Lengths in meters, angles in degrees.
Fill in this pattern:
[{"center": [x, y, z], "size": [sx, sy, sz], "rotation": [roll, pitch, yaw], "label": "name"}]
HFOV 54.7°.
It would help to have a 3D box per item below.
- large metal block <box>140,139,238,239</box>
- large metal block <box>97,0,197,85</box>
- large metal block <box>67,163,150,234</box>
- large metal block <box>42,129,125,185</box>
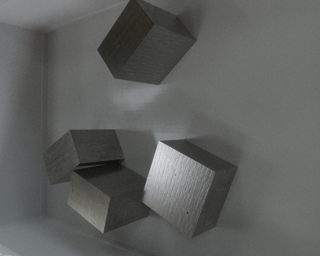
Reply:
[{"center": [0.032, 0.066, 0.364], "size": [0.080, 0.050, 0.079], "rotation": [27, 107, 36], "label": "large metal block"}, {"center": [-0.016, -0.103, 0.384], "size": [0.080, 0.081, 0.050], "rotation": [-46, 62, 30], "label": "large metal block"}, {"center": [-0.067, 0.091, 0.425], "size": [0.080, 0.081, 0.050], "rotation": [23, 107, 37], "label": "large metal block"}, {"center": [-0.115, 0.042, 0.466], "size": [0.080, 0.081, 0.050], "rotation": [-34, 69, 35], "label": "large metal block"}]
